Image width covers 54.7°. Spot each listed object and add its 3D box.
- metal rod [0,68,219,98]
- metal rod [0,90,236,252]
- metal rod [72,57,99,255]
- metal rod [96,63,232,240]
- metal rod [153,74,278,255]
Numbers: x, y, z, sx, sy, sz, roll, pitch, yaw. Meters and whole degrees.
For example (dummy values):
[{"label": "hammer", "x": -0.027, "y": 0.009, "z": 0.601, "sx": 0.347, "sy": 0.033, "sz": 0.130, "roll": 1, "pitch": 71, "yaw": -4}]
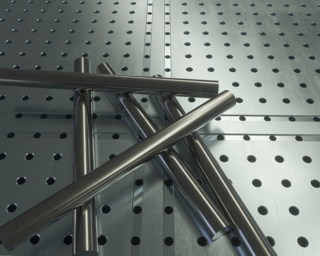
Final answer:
[{"label": "metal rod", "x": -0.072, "y": -0.062, "z": 0.426, "sx": 0.302, "sy": 0.025, "sz": 0.025, "roll": 4, "pitch": 50, "yaw": 2}, {"label": "metal rod", "x": -0.027, "y": 0.032, "z": 0.347, "sx": 0.302, "sy": 0.025, "sz": 0.025, "roll": -31, "pitch": 57, "yaw": -24}, {"label": "metal rod", "x": -0.098, "y": 0.011, "z": 0.396, "sx": 0.025, "sy": 0.025, "sz": 0.300, "roll": -7, "pitch": 50, "yaw": -7}, {"label": "metal rod", "x": -0.012, "y": 0.008, "z": 0.400, "sx": 0.025, "sy": 0.025, "sz": 0.300, "roll": -24, "pitch": 54, "yaw": -19}, {"label": "metal rod", "x": 0.051, "y": 0.035, "z": 0.378, "sx": 0.025, "sy": 0.025, "sz": 0.300, "roll": -18, "pitch": 52, "yaw": -15}]
